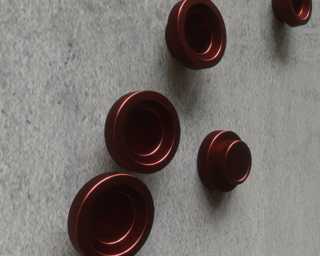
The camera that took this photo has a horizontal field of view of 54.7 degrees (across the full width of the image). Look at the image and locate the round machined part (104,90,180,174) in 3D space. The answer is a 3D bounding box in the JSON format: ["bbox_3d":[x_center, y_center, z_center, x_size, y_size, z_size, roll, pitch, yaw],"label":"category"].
[{"bbox_3d":[-0.025,0.005,0.375,0.099,0.042,0.097,0,90,-40],"label":"round machined part"}]

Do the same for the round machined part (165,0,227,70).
[{"bbox_3d":[0.046,-0.130,0.434,0.099,0.042,0.097,0,90,-40],"label":"round machined part"}]

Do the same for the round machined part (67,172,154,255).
[{"bbox_3d":[-0.057,0.098,0.347,0.099,0.042,0.097,0,90,-40],"label":"round machined part"}]

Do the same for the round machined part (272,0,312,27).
[{"bbox_3d":[0.259,-0.249,0.614,0.099,0.042,0.097,0,90,-40],"label":"round machined part"}]

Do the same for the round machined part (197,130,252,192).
[{"bbox_3d":[0.107,0.052,0.487,0.099,0.042,0.097,0,90,-40],"label":"round machined part"}]
